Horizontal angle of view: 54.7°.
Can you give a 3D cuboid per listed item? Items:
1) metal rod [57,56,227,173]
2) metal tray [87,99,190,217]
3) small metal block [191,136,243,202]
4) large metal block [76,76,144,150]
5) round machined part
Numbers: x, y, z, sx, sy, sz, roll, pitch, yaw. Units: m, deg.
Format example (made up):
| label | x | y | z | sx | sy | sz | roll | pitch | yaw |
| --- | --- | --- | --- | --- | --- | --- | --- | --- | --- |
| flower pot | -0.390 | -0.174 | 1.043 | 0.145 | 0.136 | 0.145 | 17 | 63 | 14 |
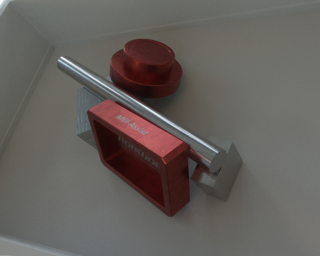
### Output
| label | x | y | z | sx | sy | sz | roll | pitch | yaw |
| --- | --- | --- | --- | --- | --- | --- | --- | --- | --- |
| metal rod | -0.045 | -0.033 | 0.381 | 0.300 | 0.025 | 0.025 | 33 | 80 | 38 |
| metal tray | -0.026 | 0.031 | 0.351 | 0.030 | 0.089 | 0.130 | -34 | 46 | -30 |
| small metal block | 0.062 | 0.044 | 0.328 | 0.025 | 0.050 | 0.050 | 15 | 70 | 34 |
| large metal block | -0.068 | -0.025 | 0.437 | 0.080 | 0.050 | 0.080 | -20 | 54 | 16 |
| round machined part | -0.017 | -0.087 | 0.420 | 0.099 | 0.042 | 0.098 | 8 | 42 | -7 |
